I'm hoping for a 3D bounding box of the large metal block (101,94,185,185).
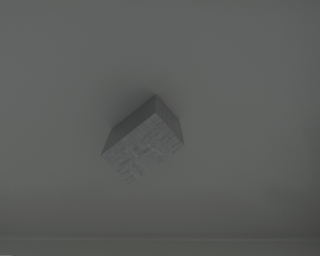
[{"bbox_3d":[-0.020,0.011,0.383,0.080,0.080,0.050,-38,106,12],"label":"large metal block"}]
